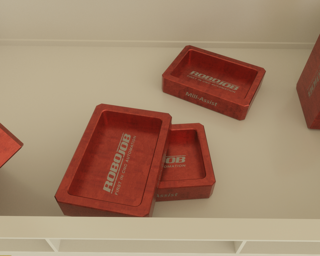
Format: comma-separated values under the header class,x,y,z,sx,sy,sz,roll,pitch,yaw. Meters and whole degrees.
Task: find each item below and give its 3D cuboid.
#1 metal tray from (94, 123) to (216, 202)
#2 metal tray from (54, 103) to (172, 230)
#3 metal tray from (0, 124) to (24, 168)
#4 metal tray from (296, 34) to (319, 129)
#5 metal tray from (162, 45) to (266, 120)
class,x,y,z,sx,sy,sz,roll,pitch,yaw
metal tray,-0.008,0.040,0.367,0.131,0.030,0.090,-3,50,-3
metal tray,-0.042,0.035,0.332,0.090,0.030,0.130,9,51,7
metal tray,-0.196,0.047,0.306,0.130,0.030,0.090,-17,30,49
metal tray,0.221,-0.070,0.399,0.030,0.129,0.090,4,50,3
metal tray,0.079,-0.071,0.462,0.130,0.030,0.090,22,53,17
